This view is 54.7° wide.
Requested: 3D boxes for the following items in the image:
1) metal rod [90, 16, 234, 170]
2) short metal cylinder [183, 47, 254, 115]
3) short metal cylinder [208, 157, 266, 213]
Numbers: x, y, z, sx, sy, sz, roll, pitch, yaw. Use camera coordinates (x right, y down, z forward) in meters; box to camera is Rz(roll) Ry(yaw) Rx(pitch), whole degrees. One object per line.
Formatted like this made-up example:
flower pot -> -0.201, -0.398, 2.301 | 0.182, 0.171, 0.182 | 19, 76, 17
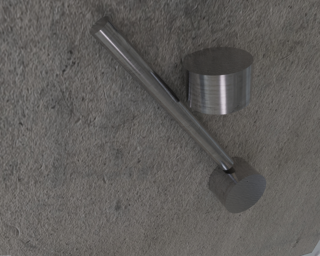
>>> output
metal rod -> 0.023, -0.023, 0.405 | 0.025, 0.025, 0.300 | -44, 130, 2
short metal cylinder -> 0.070, -0.059, 0.373 | 0.081, 0.080, 0.050 | -20, 127, -16
short metal cylinder -> 0.129, 0.096, 0.521 | 0.081, 0.050, 0.079 | -14, 124, -21
